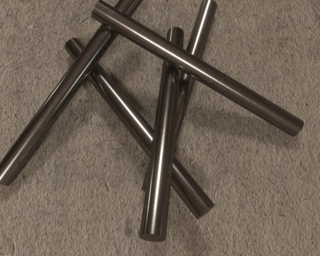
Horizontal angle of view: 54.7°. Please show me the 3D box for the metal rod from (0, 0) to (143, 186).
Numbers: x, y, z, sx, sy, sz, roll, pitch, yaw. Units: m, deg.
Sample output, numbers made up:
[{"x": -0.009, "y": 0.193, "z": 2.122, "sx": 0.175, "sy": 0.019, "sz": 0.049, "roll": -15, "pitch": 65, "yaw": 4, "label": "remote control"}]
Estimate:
[{"x": -0.115, "y": -0.059, "z": 0.400, "sx": 0.025, "sy": 0.025, "sz": 0.300, "roll": 33, "pitch": 83, "yaw": 11, "label": "metal rod"}]

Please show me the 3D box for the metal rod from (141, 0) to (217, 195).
[{"x": 0.033, "y": -0.055, "z": 0.428, "sx": 0.025, "sy": 0.025, "sz": 0.299, "roll": 16, "pitch": 71, "yaw": 5, "label": "metal rod"}]

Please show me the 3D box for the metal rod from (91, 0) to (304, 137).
[{"x": 0.052, "y": -0.073, "z": 0.397, "sx": 0.301, "sy": 0.025, "sz": 0.025, "roll": 30, "pitch": 72, "yaw": -5, "label": "metal rod"}]

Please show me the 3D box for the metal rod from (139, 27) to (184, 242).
[{"x": 0.008, "y": -0.019, "z": 0.374, "sx": 0.025, "sy": 0.025, "sz": 0.300, "roll": 6, "pitch": 54, "yaw": 2, "label": "metal rod"}]

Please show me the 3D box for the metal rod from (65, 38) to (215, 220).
[{"x": -0.038, "y": -0.015, "z": 0.394, "sx": 0.025, "sy": 0.025, "sz": 0.300, "roll": -35, "pitch": 67, "yaw": -12, "label": "metal rod"}]
